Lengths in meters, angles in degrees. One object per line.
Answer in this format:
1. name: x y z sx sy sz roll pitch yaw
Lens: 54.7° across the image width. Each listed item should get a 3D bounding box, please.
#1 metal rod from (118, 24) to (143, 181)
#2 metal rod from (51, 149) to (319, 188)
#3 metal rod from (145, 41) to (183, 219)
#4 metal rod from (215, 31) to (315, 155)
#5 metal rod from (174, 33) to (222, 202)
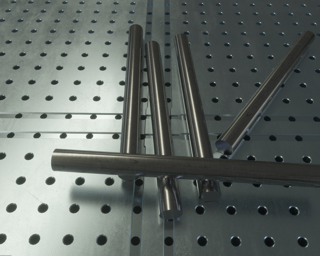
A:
1. metal rod: -0.040 -0.060 0.457 0.025 0.025 0.300 -1 50 -1
2. metal rod: 0.035 0.044 0.337 0.302 0.025 0.025 3 50 2
3. metal rod: -0.001 -0.022 0.426 0.025 0.025 0.300 -3 50 -3
4. metal rod: 0.170 -0.067 0.466 0.025 0.025 0.301 30 56 22
5. metal rod: 0.046 -0.039 0.440 0.025 0.025 0.300 -3 50 -3
